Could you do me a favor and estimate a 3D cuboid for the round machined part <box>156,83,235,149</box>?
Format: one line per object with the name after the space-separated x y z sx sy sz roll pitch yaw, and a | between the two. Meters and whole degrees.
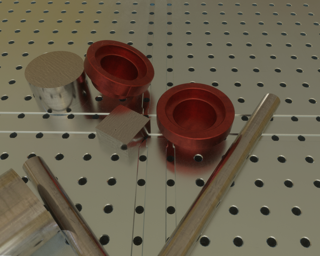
0.045 -0.011 0.406 0.099 0.042 0.098 0 50 0 | round machined part

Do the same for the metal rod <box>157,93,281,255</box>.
0.074 0.056 0.360 0.025 0.025 0.301 28 55 21 | metal rod

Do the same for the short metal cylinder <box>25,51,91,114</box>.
-0.145 -0.066 0.446 0.080 0.050 0.080 0 50 0 | short metal cylinder

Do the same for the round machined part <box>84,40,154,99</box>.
-0.061 -0.080 0.448 0.099 0.042 0.098 17 44 -16 | round machined part

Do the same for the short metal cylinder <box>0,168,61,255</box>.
-0.142 0.086 0.299 0.080 0.080 0.050 37 59 26 | short metal cylinder

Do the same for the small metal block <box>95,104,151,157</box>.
-0.047 0.002 0.406 0.050 0.025 0.050 27 55 20 | small metal block

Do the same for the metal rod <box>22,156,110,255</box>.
-0.057 0.132 0.295 0.025 0.025 0.300 -32 57 -24 | metal rod
